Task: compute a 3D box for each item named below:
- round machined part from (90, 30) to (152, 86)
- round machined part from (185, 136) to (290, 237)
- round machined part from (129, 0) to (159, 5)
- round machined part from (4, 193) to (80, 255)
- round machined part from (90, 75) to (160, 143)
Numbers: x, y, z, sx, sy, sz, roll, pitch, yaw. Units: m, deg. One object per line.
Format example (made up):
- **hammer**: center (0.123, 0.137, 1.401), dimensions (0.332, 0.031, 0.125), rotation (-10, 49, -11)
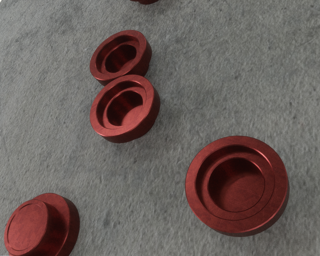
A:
- **round machined part**: center (-0.056, -0.102, 0.483), dimensions (0.098, 0.042, 0.098), rotation (-13, 56, 20)
- **round machined part**: center (0.079, 0.060, 0.314), dimensions (0.098, 0.042, 0.098), rotation (-13, 56, 20)
- **round machined part**: center (-0.020, -0.265, 0.565), dimensions (0.098, 0.042, 0.098), rotation (-13, 56, 20)
- **round machined part**: center (-0.155, 0.129, 0.393), dimensions (0.098, 0.042, 0.098), rotation (-13, 56, 20)
- **round machined part**: center (-0.044, -0.022, 0.428), dimensions (0.098, 0.042, 0.098), rotation (-13, 57, 20)
